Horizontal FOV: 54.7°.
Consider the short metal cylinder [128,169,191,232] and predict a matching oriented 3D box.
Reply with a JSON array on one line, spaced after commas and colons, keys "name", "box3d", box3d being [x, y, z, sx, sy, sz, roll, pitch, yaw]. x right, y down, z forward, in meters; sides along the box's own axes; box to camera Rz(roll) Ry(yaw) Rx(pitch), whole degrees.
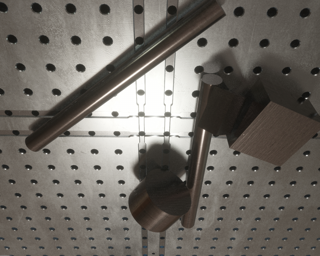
[{"name": "short metal cylinder", "box3d": [0.000, 0.109, 0.468, 0.080, 0.080, 0.050, 25, 126, -20]}]

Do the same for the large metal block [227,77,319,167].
[{"name": "large metal block", "box3d": [0.140, -0.005, 0.393, 0.080, 0.050, 0.079, 20, 127, -17]}]

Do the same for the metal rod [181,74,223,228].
[{"name": "metal rod", "box3d": [0.055, 0.056, 0.460, 0.025, 0.025, 0.298, 1, 130, -2]}]

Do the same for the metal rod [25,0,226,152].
[{"name": "metal rod", "box3d": [-0.058, -0.050, 0.367, 0.300, 0.025, 0.025, -32, 124, 23]}]

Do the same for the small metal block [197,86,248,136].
[{"name": "small metal block", "box3d": [0.075, -0.019, 0.368, 0.025, 0.050, 0.050, 29, 105, 28]}]
